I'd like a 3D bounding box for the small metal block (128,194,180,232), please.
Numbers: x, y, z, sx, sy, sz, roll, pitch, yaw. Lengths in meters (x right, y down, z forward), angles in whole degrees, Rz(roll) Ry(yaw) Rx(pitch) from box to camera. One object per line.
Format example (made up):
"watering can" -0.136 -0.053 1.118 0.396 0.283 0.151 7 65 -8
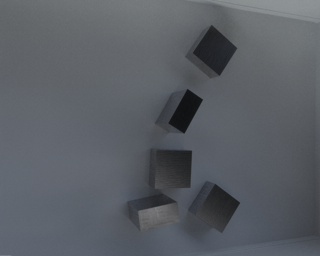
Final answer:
"small metal block" -0.009 0.106 0.394 0.050 0.050 0.025 -8 93 -20

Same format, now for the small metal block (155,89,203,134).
"small metal block" 0.024 -0.021 0.406 0.025 0.050 0.050 32 80 -17

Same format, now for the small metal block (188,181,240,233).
"small metal block" 0.077 0.111 0.439 0.050 0.025 0.050 38 78 -16

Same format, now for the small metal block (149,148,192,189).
"small metal block" 0.014 0.054 0.416 0.050 0.025 0.050 3 89 -20

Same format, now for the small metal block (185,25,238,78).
"small metal block" 0.072 -0.106 0.437 0.050 0.025 0.050 37 78 -17
